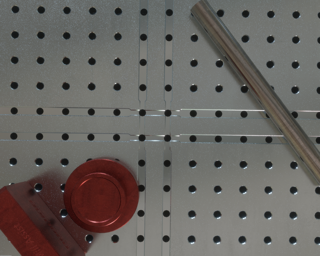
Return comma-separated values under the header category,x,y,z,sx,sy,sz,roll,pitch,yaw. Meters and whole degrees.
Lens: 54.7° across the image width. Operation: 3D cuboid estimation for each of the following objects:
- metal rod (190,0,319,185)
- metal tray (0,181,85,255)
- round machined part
category,x,y,z,sx,sy,sz,roll,pitch,yaw
metal rod,0.140,-0.045,0.415,0.025,0.025,0.299,-37,90,0
metal tray,-0.147,0.127,0.377,0.030,0.090,0.130,-39,91,-10
round machined part,-0.077,0.089,0.404,0.099,0.042,0.097,0,90,-1
